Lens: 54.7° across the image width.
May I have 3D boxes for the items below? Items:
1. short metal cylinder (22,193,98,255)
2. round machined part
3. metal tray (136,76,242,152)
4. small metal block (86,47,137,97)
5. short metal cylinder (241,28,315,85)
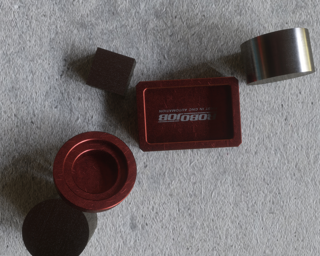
[{"bbox_3d":[-0.125,0.125,0.397,0.081,0.050,0.080,0,90,0],"label":"short metal cylinder"},{"bbox_3d":[-0.082,0.057,0.387,0.099,0.042,0.098,7,65,-16],"label":"round machined part"},{"bbox_3d":[0.037,-0.018,0.407,0.131,0.030,0.089,-3,90,0],"label":"metal tray"},{"bbox_3d":[-0.064,-0.073,0.409,0.050,0.025,0.050,18,90,0],"label":"small metal block"},{"bbox_3d":[0.144,-0.086,0.384,0.080,0.080,0.050,-9,90,0],"label":"short metal cylinder"}]
